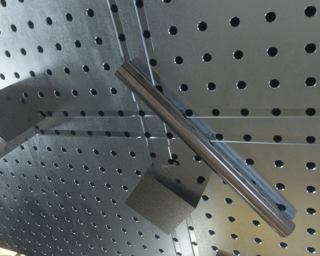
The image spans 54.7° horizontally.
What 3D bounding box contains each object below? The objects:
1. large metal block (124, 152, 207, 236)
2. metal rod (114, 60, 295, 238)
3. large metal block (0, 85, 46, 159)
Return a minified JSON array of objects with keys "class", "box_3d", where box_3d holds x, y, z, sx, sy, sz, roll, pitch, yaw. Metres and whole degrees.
[{"class":"large metal block","box_3d":[0.007,0.096,0.449,0.080,0.050,0.079,36,129,4]},{"class":"metal rod","box_3d":[0.059,0.029,0.396,0.300,0.025,0.025,44,129,-3]},{"class":"large metal block","box_3d":[-0.250,-0.011,0.498,0.080,0.080,0.050,43,129,-2]}]
